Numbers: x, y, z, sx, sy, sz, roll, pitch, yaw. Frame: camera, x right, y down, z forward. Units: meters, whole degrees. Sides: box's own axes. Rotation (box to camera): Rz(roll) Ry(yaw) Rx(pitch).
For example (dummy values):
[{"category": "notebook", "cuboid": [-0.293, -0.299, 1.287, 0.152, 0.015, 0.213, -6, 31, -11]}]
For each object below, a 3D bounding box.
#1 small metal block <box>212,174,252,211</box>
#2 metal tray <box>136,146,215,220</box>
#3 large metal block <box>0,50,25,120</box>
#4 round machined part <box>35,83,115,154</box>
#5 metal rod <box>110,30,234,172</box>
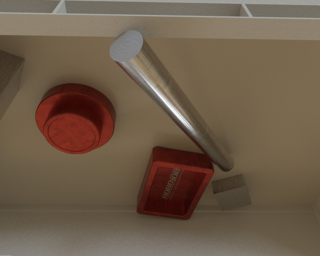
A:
[{"category": "small metal block", "cuboid": [0.116, 0.105, 0.501, 0.050, 0.025, 0.050, -18, 128, 14]}, {"category": "metal tray", "cuboid": [0.020, 0.090, 0.482, 0.091, 0.030, 0.129, 10, 130, -9]}, {"category": "large metal block", "cuboid": [-0.202, -0.049, 0.328, 0.081, 0.080, 0.050, 19, 127, -16]}, {"category": "round machined part", "cuboid": [-0.108, -0.005, 0.393, 0.099, 0.042, 0.097, -1, 130, 0]}, {"category": "metal rod", "cuboid": [0.038, -0.001, 0.331, 0.025, 0.025, 0.300, -21, 152, 16]}]
